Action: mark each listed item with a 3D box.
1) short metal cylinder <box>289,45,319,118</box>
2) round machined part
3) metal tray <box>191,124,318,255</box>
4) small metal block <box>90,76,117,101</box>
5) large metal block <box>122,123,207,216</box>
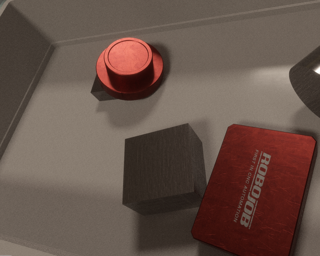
[{"bbox_3d":[0.177,-0.045,0.306,0.050,0.080,0.080,-39,51,2],"label":"short metal cylinder"},{"bbox_3d":[-0.044,-0.092,0.450,0.099,0.042,0.098,0,63,0],"label":"round machined part"},{"bbox_3d":[0.096,0.064,0.312,0.090,0.030,0.130,11,67,32],"label":"metal tray"},{"bbox_3d":[-0.075,-0.072,0.488,0.050,0.025,0.050,-3,60,26],"label":"small metal block"},{"bbox_3d":[0.006,0.049,0.355,0.080,0.050,0.080,-14,56,19],"label":"large metal block"}]
